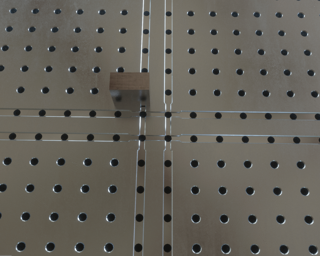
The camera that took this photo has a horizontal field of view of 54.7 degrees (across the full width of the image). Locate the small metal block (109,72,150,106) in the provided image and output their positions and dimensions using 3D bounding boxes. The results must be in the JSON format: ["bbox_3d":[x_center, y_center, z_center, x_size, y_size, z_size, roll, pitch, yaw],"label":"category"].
[{"bbox_3d":[-0.039,-0.051,0.417,0.050,0.050,0.025,0,70,-1],"label":"small metal block"}]
